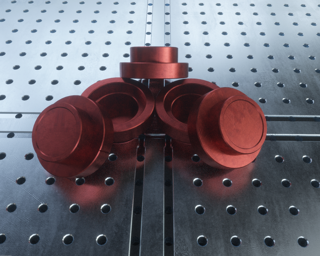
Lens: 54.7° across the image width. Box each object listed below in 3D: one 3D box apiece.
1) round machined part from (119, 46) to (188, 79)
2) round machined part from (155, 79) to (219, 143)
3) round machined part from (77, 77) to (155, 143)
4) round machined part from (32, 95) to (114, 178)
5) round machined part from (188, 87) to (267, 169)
[{"bbox_3d":[-0.009,-0.094,0.442,0.099,0.042,0.098,0,12,0],"label":"round machined part"},{"bbox_3d":[0.043,-0.018,0.412,0.099,0.042,0.098,0,50,0],"label":"round machined part"},{"bbox_3d":[-0.056,-0.019,0.411,0.099,0.042,0.098,0,50,0],"label":"round machined part"},{"bbox_3d":[-0.107,0.008,0.358,0.098,0.042,0.098,-5,76,21],"label":"round machined part"},{"bbox_3d":[0.085,-0.001,0.364,0.099,0.042,0.097,5,79,-25],"label":"round machined part"}]
